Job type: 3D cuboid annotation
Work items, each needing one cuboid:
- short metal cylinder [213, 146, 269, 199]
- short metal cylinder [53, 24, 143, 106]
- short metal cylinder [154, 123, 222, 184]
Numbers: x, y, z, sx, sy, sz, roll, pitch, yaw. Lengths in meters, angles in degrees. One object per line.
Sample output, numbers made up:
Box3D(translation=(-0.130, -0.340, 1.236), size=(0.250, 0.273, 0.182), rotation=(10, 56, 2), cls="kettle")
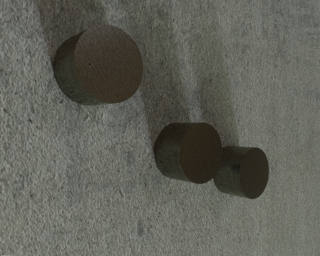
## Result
Box3D(translation=(0.131, 0.070, 0.498), size=(0.081, 0.050, 0.080), rotation=(0, 90, -40), cls="short metal cylinder")
Box3D(translation=(-0.065, -0.065, 0.333), size=(0.081, 0.050, 0.080), rotation=(0, 90, -40), cls="short metal cylinder")
Box3D(translation=(0.039, 0.032, 0.421), size=(0.081, 0.050, 0.080), rotation=(0, 90, -40), cls="short metal cylinder")
